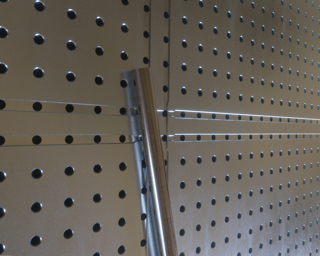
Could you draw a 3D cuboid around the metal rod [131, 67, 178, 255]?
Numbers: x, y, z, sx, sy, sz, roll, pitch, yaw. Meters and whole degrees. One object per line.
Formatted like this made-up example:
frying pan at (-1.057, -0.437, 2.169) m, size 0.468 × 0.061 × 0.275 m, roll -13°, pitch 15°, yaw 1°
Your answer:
metal rod at (-0.003, 0.072, 0.409) m, size 0.025 × 0.025 × 0.298 m, roll -14°, pitch 99°, yaw -39°
